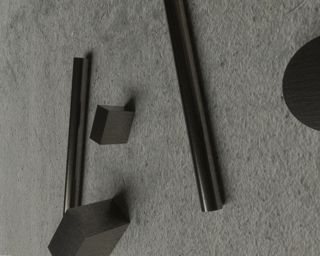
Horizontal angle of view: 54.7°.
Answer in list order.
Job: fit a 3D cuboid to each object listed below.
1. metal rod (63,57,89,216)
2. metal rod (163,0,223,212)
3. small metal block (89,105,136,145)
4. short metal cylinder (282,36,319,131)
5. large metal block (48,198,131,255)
[{"bbox_3d":[-0.142,0.034,0.518,0.025,0.025,0.298,8,95,39],"label":"metal rod"},{"bbox_3d":[0.035,-0.053,0.374,0.025,0.025,0.298,-16,80,38],"label":"metal rod"},{"bbox_3d":[-0.067,-0.005,0.442,0.025,0.050,0.050,26,106,37],"label":"small metal block"},{"bbox_3d":[0.153,-0.036,0.262,0.080,0.050,0.079,0,90,39],"label":"short metal cylinder"},{"bbox_3d":[-0.103,0.156,0.452,0.050,0.081,0.080,45,117,30],"label":"large metal block"}]
